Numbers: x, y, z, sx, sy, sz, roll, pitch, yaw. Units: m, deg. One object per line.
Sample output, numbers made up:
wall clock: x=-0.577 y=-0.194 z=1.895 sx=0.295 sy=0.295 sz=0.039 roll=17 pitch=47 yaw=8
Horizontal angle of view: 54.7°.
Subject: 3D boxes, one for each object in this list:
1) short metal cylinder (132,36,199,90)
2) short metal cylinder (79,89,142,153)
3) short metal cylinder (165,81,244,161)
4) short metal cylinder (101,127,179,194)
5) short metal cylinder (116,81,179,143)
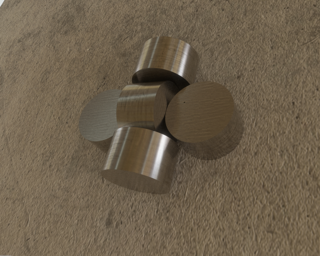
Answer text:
short metal cylinder: x=0.008 y=-0.075 z=0.413 sx=0.080 sy=0.080 sz=0.050 roll=0 pitch=62 yaw=28
short metal cylinder: x=-0.063 y=-0.006 z=0.427 sx=0.080 sy=0.050 sz=0.080 roll=-13 pitch=56 yaw=20
short metal cylinder: x=0.053 y=-0.008 z=0.366 sx=0.080 sy=0.050 sz=0.080 roll=-13 pitch=56 yaw=21
short metal cylinder: x=-0.022 y=0.040 z=0.358 sx=0.080 sy=0.080 sz=0.050 roll=0 pitch=61 yaw=28
short metal cylinder: x=-0.010 y=-0.018 z=0.387 sx=0.050 sy=0.080 sz=0.080 roll=0 pitch=62 yaw=29
